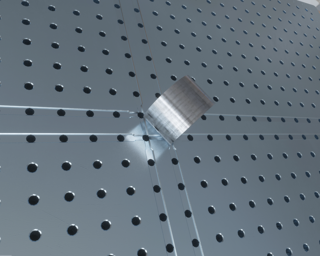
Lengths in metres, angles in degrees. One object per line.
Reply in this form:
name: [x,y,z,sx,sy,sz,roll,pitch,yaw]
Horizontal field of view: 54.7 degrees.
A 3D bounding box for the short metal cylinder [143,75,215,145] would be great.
short metal cylinder: [0.025,-0.023,0.402,0.050,0.080,0.080,47,51,4]
